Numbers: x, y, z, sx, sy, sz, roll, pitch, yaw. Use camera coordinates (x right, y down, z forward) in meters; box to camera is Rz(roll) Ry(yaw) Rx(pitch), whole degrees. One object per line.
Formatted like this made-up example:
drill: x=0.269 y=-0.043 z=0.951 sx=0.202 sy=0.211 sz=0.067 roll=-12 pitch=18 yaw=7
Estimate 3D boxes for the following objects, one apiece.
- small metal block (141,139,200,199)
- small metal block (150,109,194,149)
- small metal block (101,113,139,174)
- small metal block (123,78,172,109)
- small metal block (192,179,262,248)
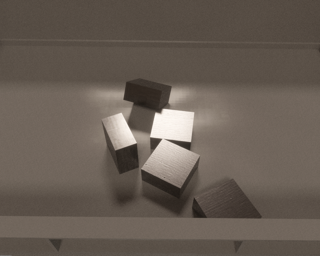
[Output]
small metal block: x=0.013 y=0.047 z=0.366 sx=0.050 sy=0.025 sz=0.050 roll=24 pitch=54 yaw=18
small metal block: x=0.016 y=0.003 z=0.403 sx=0.050 sy=0.025 sz=0.050 roll=7 pitch=50 yaw=5
small metal block: x=-0.047 y=0.019 z=0.372 sx=0.025 sy=0.050 sz=0.050 roll=-19 pitch=53 yaw=-15
small metal block: x=-0.016 y=-0.049 z=0.431 sx=0.050 sy=0.025 sz=0.050 roll=16 pitch=18 yaw=12
small metal block: x=0.070 y=0.090 z=0.331 sx=0.050 sy=0.025 sz=0.050 roll=-21 pitch=53 yaw=-17
